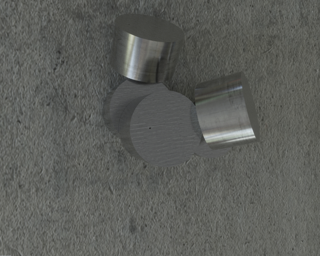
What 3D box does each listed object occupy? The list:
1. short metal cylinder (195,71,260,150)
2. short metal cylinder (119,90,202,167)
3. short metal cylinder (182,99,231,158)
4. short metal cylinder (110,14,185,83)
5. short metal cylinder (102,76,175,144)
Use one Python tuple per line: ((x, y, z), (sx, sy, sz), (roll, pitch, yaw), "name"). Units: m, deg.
((0.078, -0.019, 0.350), (0.050, 0.080, 0.080), (-13, 97, 23), "short metal cylinder")
((-0.001, 0.001, 0.344), (0.081, 0.050, 0.079), (0, 90, -21), "short metal cylinder")
((0.057, -0.001, 0.419), (0.081, 0.050, 0.079), (0, 90, -21), "short metal cylinder")
((-0.016, -0.096, 0.369), (0.081, 0.080, 0.050), (0, 129, -20), "short metal cylinder")
((-0.028, -0.021, 0.387), (0.081, 0.050, 0.079), (0, 90, -21), "short metal cylinder")
